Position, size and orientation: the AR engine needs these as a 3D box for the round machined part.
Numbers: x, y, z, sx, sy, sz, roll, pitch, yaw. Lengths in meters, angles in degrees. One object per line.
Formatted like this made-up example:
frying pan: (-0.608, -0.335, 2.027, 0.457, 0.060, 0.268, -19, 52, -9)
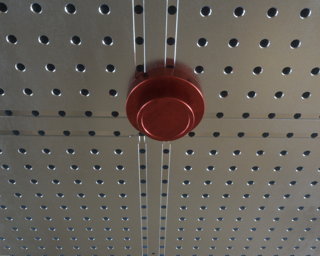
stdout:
round machined part: (0.007, -0.021, 0.383, 0.099, 0.042, 0.097, -1, 130, 0)
